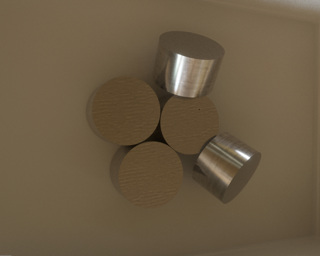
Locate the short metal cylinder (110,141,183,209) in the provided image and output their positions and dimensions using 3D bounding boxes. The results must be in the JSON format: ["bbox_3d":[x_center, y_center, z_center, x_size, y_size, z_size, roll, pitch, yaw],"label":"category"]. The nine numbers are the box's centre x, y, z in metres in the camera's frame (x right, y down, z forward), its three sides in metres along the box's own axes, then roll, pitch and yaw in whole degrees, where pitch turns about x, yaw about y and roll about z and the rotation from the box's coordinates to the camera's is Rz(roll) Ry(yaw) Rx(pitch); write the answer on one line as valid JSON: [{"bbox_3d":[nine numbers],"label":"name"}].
[{"bbox_3d":[-0.018,0.055,0.390,0.081,0.050,0.079,0,90,-21],"label":"short metal cylinder"}]

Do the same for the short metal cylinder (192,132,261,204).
[{"bbox_3d":[0.088,0.052,0.408,0.080,0.050,0.080,-35,145,-29],"label":"short metal cylinder"}]

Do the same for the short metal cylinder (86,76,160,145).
[{"bbox_3d":[-0.046,-0.020,0.379,0.081,0.050,0.079,0,90,-21],"label":"short metal cylinder"}]

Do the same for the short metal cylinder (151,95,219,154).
[{"bbox_3d":[0.029,-0.007,0.407,0.081,0.050,0.079,0,90,-21],"label":"short metal cylinder"}]

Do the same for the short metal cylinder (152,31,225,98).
[{"bbox_3d":[0.034,-0.081,0.386,0.081,0.080,0.050,-3,130,-20],"label":"short metal cylinder"}]
